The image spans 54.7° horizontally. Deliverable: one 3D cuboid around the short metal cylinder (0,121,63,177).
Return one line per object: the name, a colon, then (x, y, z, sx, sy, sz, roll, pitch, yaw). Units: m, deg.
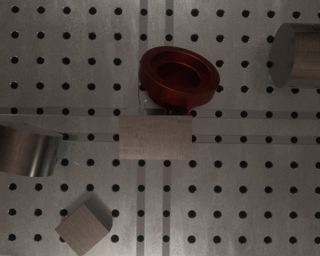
short metal cylinder: (-0.167, 0.025, 0.384, 0.080, 0.080, 0.050, 14, 90, -1)

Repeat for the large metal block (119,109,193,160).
large metal block: (-0.005, 0.004, 0.383, 0.081, 0.080, 0.050, 1, 99, -1)

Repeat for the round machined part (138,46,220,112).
round machined part: (0.021, -0.058, 0.388, 0.099, 0.098, 0.042, 18, 133, -1)

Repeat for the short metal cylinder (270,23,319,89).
short metal cylinder: (0.177, -0.090, 0.388, 0.050, 0.080, 0.079, 1, 90, 0)

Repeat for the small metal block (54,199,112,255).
small metal block: (-0.101, 0.133, 0.412, 0.050, 0.025, 0.050, -41, 91, 0)
